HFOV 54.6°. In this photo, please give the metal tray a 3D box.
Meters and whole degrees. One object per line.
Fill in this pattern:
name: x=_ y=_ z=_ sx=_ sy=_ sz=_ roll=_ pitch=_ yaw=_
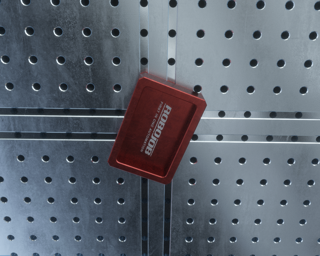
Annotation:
metal tray: x=-0.006 y=0.003 z=0.411 sx=0.090 sy=0.030 sz=0.129 roll=20 pitch=109 yaw=-8
